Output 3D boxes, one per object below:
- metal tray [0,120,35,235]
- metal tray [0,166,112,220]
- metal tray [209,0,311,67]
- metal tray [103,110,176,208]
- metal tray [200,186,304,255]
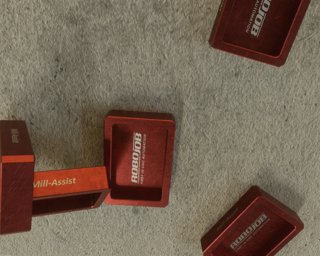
[{"bbox_3d":[-0.173,0.051,0.367,0.030,0.130,0.089,1,108,-28],"label":"metal tray"},{"bbox_3d":[-0.134,0.082,0.383,0.131,0.030,0.090,-2,153,-24],"label":"metal tray"},{"bbox_3d":[0.119,-0.145,0.354,0.091,0.030,0.129,15,109,-6],"label":"metal tray"},{"bbox_3d":[-0.029,0.043,0.422,0.091,0.030,0.129,4,110,-2],"label":"metal tray"},{"bbox_3d":[0.136,0.160,0.467,0.090,0.030,0.129,35,106,-12],"label":"metal tray"}]
